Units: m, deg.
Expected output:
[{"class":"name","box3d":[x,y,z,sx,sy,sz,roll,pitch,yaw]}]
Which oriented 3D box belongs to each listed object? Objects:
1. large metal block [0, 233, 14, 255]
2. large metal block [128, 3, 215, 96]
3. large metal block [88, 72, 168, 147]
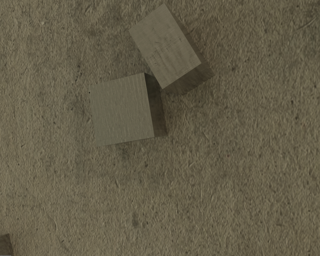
[{"class":"large metal block","box3d":[-0.292,0.208,0.483,0.080,0.080,0.050,-17,85,19]},{"class":"large metal block","box3d":[0.017,-0.089,0.373,0.050,0.080,0.080,-32,80,17]},{"class":"large metal block","box3d":[-0.042,-0.022,0.410,0.080,0.050,0.080,-10,87,19]}]
